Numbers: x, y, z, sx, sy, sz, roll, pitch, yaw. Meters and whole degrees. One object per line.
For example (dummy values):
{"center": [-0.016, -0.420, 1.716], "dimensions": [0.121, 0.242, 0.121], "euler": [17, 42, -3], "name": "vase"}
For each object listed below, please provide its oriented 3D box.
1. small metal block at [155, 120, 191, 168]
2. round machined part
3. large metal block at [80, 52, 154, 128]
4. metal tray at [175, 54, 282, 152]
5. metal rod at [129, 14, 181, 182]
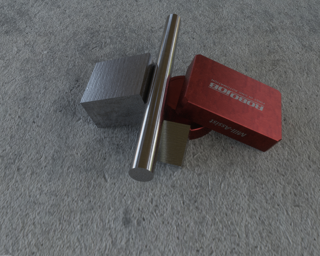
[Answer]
{"center": [0.008, 0.019, 0.376], "dimensions": [0.050, 0.025, 0.050], "euler": [12, 76, 10], "name": "small metal block"}
{"center": [0.033, -0.034, 0.422], "dimensions": [0.099, 0.042, 0.098], "euler": [0, 50, 0], "name": "round machined part"}
{"center": [-0.049, -0.050, 0.416], "dimensions": [0.080, 0.050, 0.080], "euler": [-6, 48, 18], "name": "large metal block"}
{"center": [0.093, -0.034, 0.401], "dimensions": [0.131, 0.030, 0.090], "euler": [23, 52, -8], "name": "metal tray"}
{"center": [0.002, -0.064, 0.404], "dimensions": [0.025, 0.025, 0.300], "euler": [6, 48, 5], "name": "metal rod"}
